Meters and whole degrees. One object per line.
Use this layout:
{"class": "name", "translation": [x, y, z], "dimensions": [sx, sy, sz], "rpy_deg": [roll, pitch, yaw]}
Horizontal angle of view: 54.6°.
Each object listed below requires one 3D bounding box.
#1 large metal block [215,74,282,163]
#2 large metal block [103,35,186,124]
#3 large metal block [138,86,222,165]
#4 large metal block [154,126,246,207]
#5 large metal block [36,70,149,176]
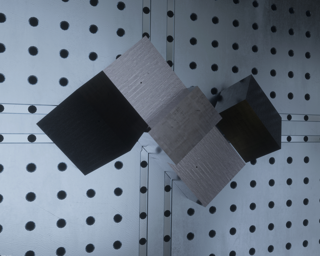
{"class": "large metal block", "translation": [0.121, -0.014, 0.421], "dimensions": [0.080, 0.050, 0.080], "rpy_deg": [51, 35, -14]}
{"class": "large metal block", "translation": [-0.029, -0.054, 0.388], "dimensions": [0.080, 0.050, 0.080], "rpy_deg": [-43, 104, -14]}
{"class": "large metal block", "translation": [0.016, -0.004, 0.389], "dimensions": [0.080, 0.080, 0.050], "rpy_deg": [-44, 105, -15]}
{"class": "large metal block", "translation": [0.053, 0.045, 0.418], "dimensions": [0.080, 0.050, 0.080], "rpy_deg": [-43, 102, -15]}
{"class": "large metal block", "translation": [-0.075, -0.004, 0.348], "dimensions": [0.080, 0.080, 0.050], "rpy_deg": [51, 36, -13]}
